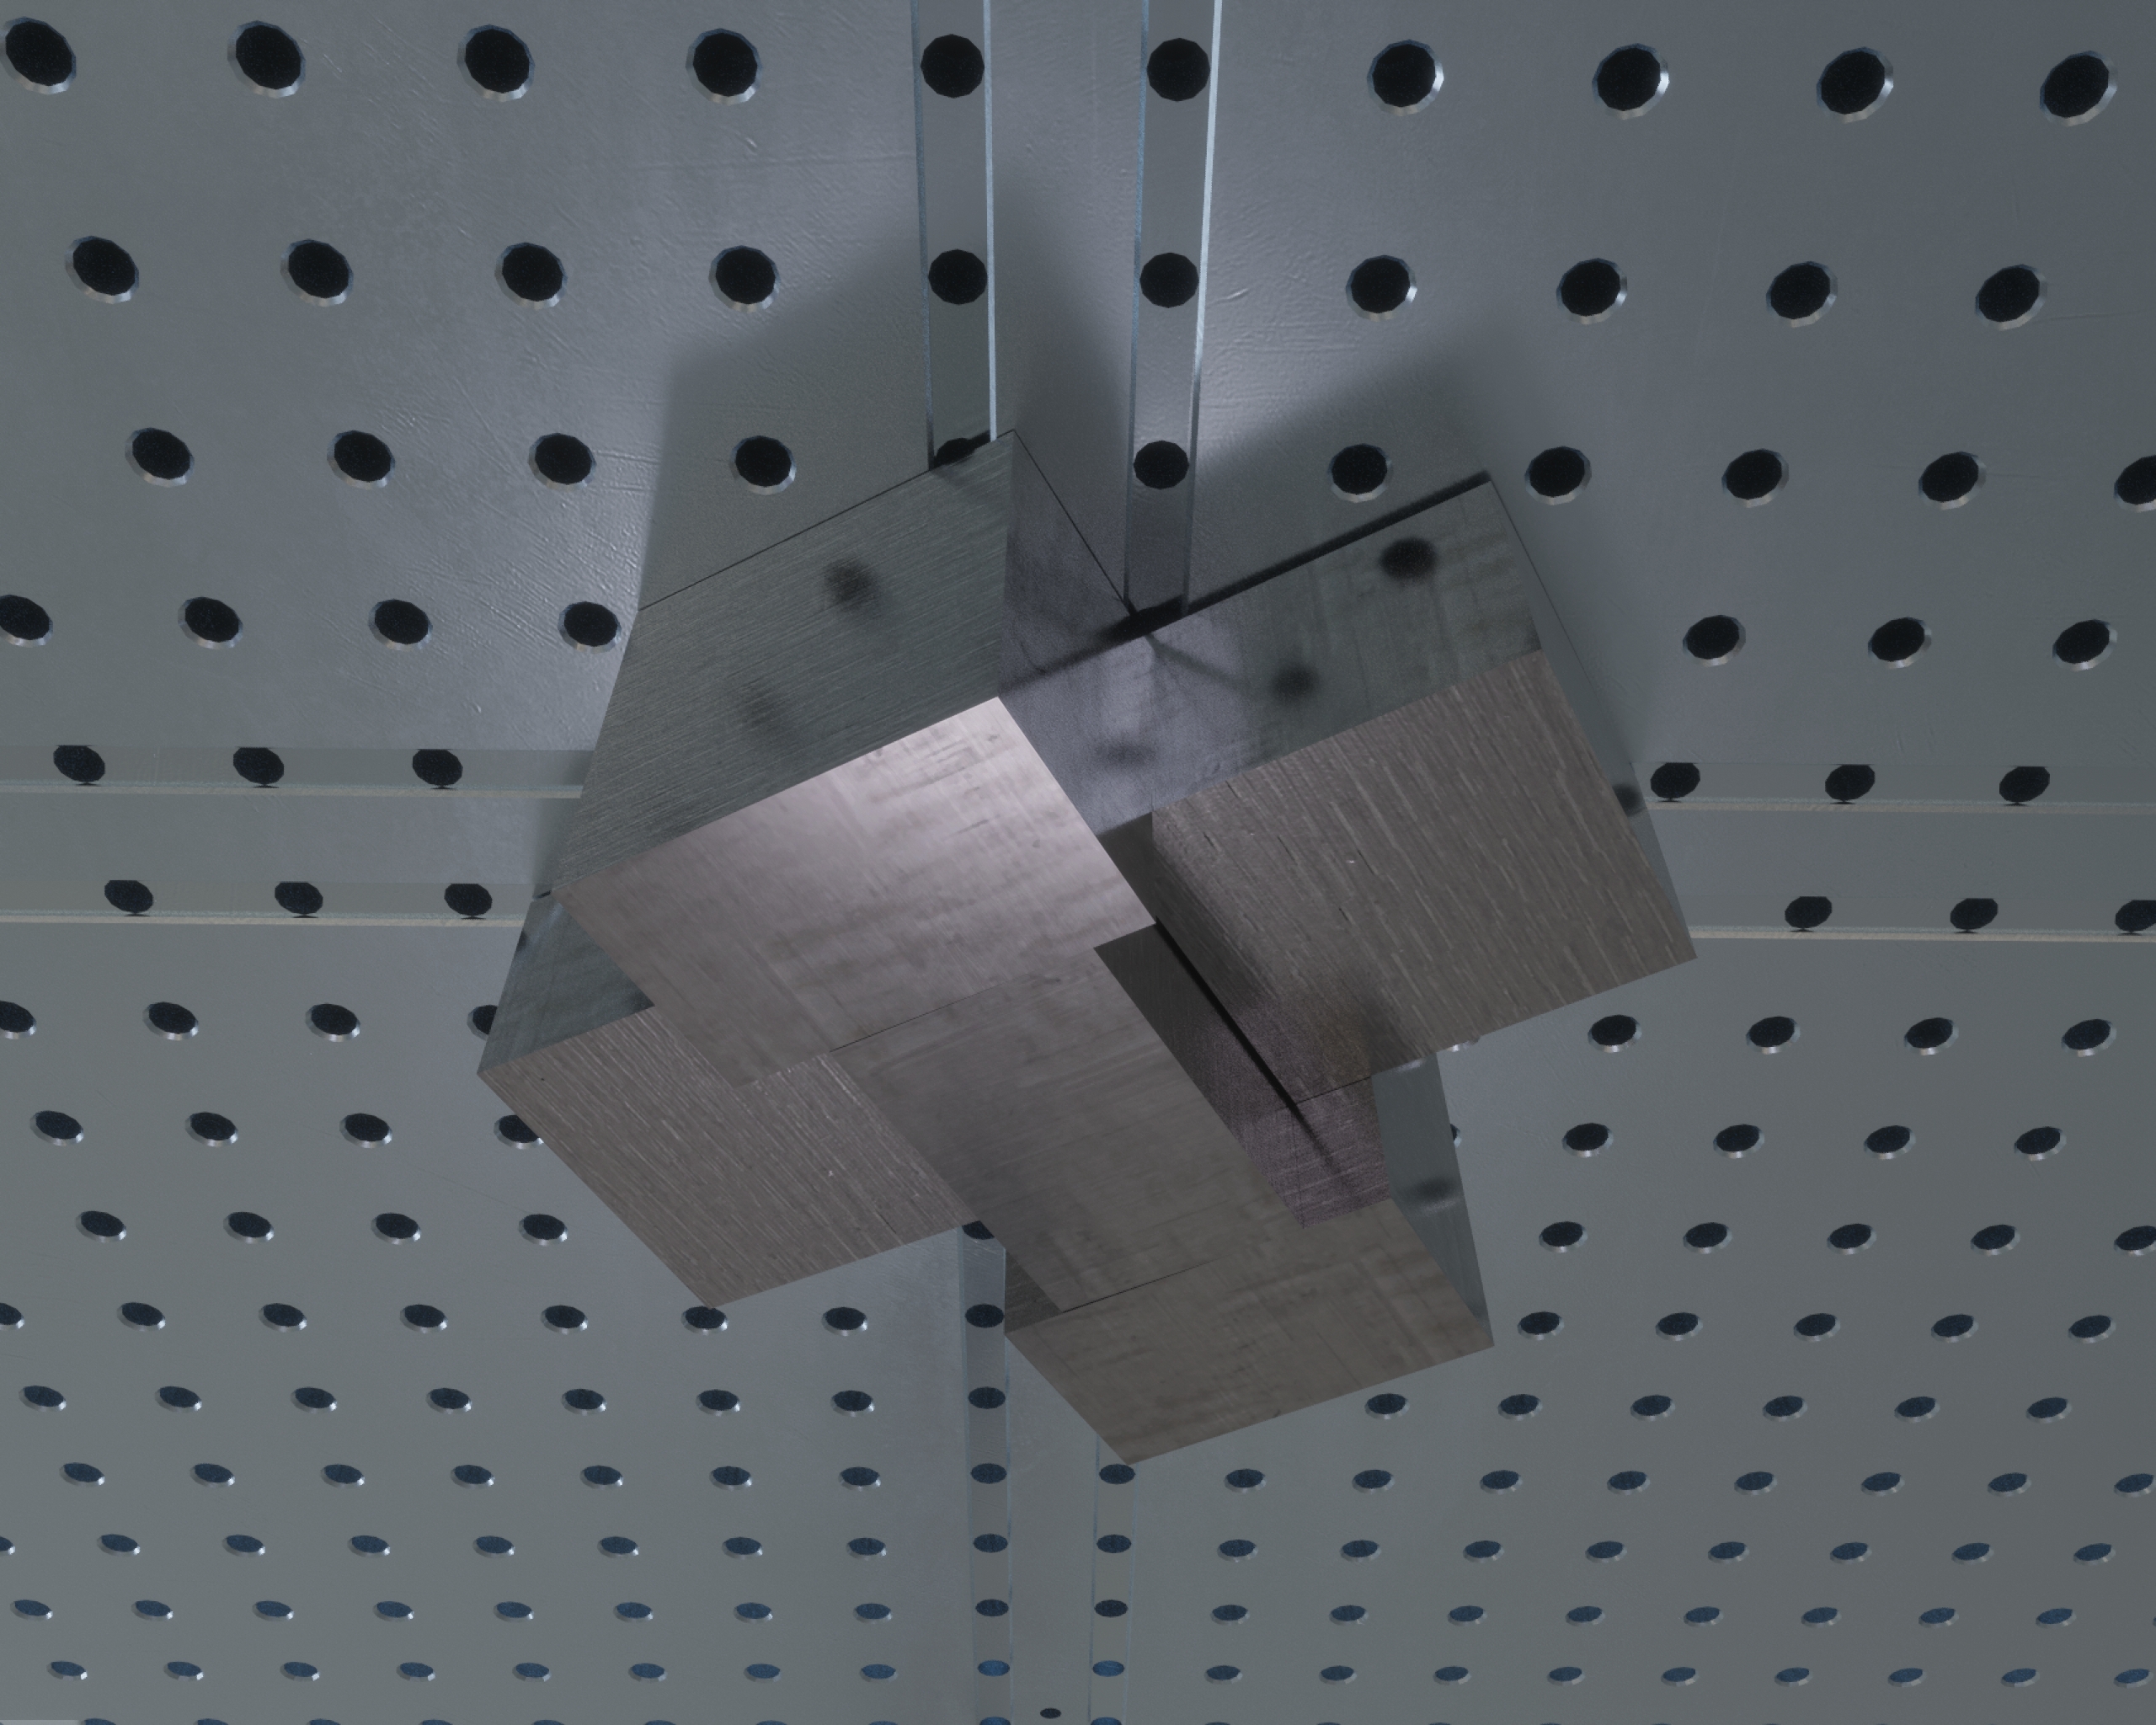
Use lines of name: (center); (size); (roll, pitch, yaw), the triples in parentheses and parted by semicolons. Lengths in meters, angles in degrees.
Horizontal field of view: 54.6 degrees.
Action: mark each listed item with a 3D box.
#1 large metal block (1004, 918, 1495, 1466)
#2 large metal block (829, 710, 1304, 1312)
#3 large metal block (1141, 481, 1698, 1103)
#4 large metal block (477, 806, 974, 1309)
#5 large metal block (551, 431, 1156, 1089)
large metal block: (0.033, 0.066, 0.432); (0.080, 0.080, 0.050); (-23, 126, 17)
large metal block: (0.000, 0.024, 0.395); (0.050, 0.080, 0.080); (-23, 127, 18)
large metal block: (0.057, -0.010, 0.386); (0.080, 0.050, 0.080); (-23, 129, 18)
large metal block: (-0.060, 0.038, 0.428); (0.080, 0.050, 0.080); (-21, 127, 17)
large metal block: (-0.035, -0.018, 0.359); (0.080, 0.080, 0.050); (-22, 126, 18)
